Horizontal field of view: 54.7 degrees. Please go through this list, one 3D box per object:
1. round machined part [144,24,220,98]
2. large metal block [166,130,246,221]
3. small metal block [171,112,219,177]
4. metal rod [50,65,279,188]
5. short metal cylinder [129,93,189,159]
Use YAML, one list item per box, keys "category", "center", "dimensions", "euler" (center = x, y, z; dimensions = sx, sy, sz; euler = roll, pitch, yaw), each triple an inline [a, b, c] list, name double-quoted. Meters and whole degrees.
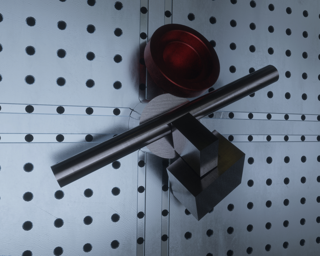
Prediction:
- category: "round machined part"
  center: [0.025, -0.082, 0.401]
  dimensions: [0.099, 0.042, 0.098]
  euler: [11, 63, -22]
- category: "large metal block"
  center: [0.060, 0.062, 0.398]
  dimensions: [0.080, 0.050, 0.080]
  euler: [-37, 147, -16]
- category: "small metal block"
  center: [0.039, 0.019, 0.350]
  dimensions: [0.025, 0.050, 0.050]
  euler: [-31, 143, -18]
- category: "metal rod"
  center: [0.021, -0.011, 0.368]
  dimensions: [0.302, 0.025, 0.025]
  euler: [-26, 99, -19]
- category: "short metal cylinder"
  center: [0.005, -0.003, 0.401]
  dimensions: [0.081, 0.050, 0.079]
  euler: [0, 90, -21]
